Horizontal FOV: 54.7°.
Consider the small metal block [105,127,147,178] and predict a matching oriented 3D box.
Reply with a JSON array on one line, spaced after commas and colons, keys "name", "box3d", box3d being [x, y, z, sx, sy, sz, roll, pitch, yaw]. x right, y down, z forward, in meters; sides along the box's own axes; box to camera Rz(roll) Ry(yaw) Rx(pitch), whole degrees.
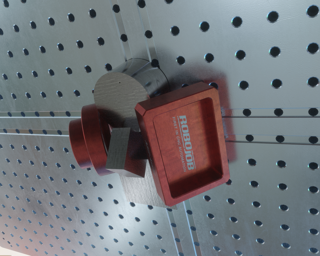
[{"name": "small metal block", "box3d": [-0.038, 0.031, 0.380, 0.025, 0.050, 0.050, -2, 160, 26]}]

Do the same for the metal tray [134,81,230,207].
[{"name": "metal tray", "box3d": [0.030, 0.020, 0.368, 0.030, 0.091, 0.129, -137, 31, -60]}]

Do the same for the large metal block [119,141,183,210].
[{"name": "large metal block", "box3d": [-0.009, 0.063, 0.438, 0.080, 0.050, 0.080, 2, 120, 27]}]

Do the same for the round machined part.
[{"name": "round machined part", "box3d": [-0.091, 0.018, 0.418, 0.042, 0.098, 0.097, -14, 116, -2]}]

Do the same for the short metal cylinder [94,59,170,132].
[{"name": "short metal cylinder", "box3d": [-0.034, -0.040, 0.387, 0.080, 0.050, 0.079, 13, 124, 21]}]
